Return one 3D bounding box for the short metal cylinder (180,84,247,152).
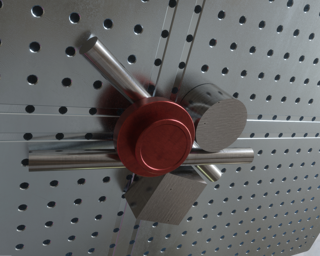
[{"bbox_3d":[0.071,-0.014,0.426,0.081,0.050,0.079,-14,125,-21],"label":"short metal cylinder"}]

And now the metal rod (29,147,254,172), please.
[{"bbox_3d":[-0.009,0.039,0.408,0.303,0.025,0.025,1,118,-21],"label":"metal rod"}]

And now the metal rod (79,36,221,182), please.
[{"bbox_3d":[0.008,-0.004,0.415,0.025,0.025,0.300,-44,130,2],"label":"metal rod"}]

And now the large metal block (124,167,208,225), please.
[{"bbox_3d":[0.008,0.091,0.454,0.080,0.050,0.080,22,107,-37],"label":"large metal block"}]

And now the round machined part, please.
[{"bbox_3d":[-0.002,0.015,0.366,0.099,0.042,0.097,-8,113,-20],"label":"round machined part"}]
